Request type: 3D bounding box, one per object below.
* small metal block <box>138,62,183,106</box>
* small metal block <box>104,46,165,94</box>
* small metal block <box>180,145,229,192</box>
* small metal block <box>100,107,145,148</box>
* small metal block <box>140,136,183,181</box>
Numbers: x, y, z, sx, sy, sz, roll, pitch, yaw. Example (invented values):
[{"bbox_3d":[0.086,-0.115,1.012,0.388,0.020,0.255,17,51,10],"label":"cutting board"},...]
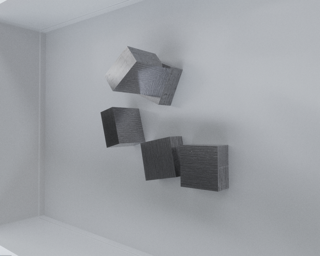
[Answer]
[{"bbox_3d":[-0.004,-0.062,0.408,0.050,0.025,0.050,29,108,35],"label":"small metal block"},{"bbox_3d":[-0.031,-0.069,0.382,0.050,0.050,0.025,-45,63,30],"label":"small metal block"},{"bbox_3d":[0.052,0.045,0.363,0.050,0.025,0.050,-1,89,39],"label":"small metal block"},{"bbox_3d":[-0.051,-0.001,0.430,0.025,0.050,0.050,-19,78,38],"label":"small metal block"},{"bbox_3d":[0.005,0.040,0.401,0.050,0.025,0.050,-14,81,38],"label":"small metal block"}]
